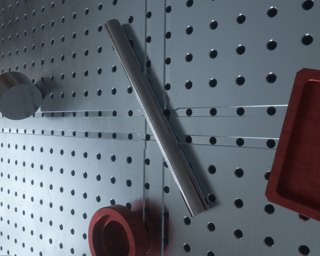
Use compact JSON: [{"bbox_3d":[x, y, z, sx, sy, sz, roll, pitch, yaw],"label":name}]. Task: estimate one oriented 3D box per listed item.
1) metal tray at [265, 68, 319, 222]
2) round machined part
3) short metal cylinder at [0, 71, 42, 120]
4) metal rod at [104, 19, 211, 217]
[{"bbox_3d":[0.156,0.018,0.276,0.090,0.030,0.129,18,101,38],"label":"metal tray"},{"bbox_3d":[-0.055,0.158,0.441,0.098,0.042,0.097,0,90,39],"label":"round machined part"},{"bbox_3d":[-0.278,-0.062,0.599,0.050,0.081,0.079,41,115,32],"label":"short metal cylinder"},{"bbox_3d":[-0.012,-0.027,0.416,0.025,0.025,0.299,-38,67,33],"label":"metal rod"}]
